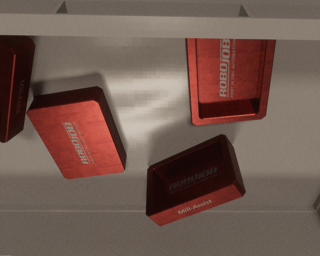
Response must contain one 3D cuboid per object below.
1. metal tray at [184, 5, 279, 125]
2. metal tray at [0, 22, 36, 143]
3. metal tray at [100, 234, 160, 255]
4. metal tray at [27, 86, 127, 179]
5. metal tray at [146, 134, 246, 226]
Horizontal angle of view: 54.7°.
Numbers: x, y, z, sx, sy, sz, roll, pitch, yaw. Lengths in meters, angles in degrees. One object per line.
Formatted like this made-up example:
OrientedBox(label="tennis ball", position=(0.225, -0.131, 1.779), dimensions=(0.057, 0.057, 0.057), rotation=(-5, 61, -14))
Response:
OrientedBox(label="metal tray", position=(0.077, -0.065, 0.351), dimensions=(0.091, 0.030, 0.129), rotation=(-5, 130, 4))
OrientedBox(label="metal tray", position=(-0.191, -0.055, 0.336), dimensions=(0.090, 0.030, 0.129), rotation=(29, 127, 2))
OrientedBox(label="metal tray", position=(-0.052, 0.271, 0.638), dimensions=(0.090, 0.030, 0.130), rotation=(-16, 129, 13))
OrientedBox(label="metal tray", position=(-0.105, 0.012, 0.414), dimensions=(0.090, 0.030, 0.129), rotation=(-8, 130, 6))
OrientedBox(label="metal tray", position=(0.043, 0.071, 0.427), dimensions=(0.130, 0.090, 0.030), rotation=(-26, 126, 20))
